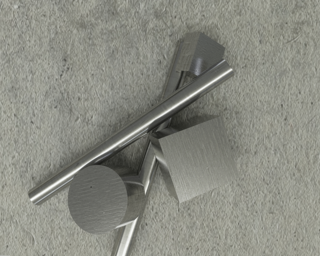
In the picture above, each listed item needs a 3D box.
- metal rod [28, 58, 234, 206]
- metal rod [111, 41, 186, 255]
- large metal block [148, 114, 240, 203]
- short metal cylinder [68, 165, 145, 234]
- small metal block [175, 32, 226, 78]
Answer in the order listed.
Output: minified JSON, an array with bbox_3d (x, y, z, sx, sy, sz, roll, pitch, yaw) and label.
[{"bbox_3d":[-0.041,0.009,0.393,0.300,0.025,0.025,-34,90,6],"label":"metal rod"},{"bbox_3d":[-0.010,0.033,0.410,0.025,0.025,0.298,17,90,0],"label":"metal rod"},{"bbox_3d":[0.041,0.034,0.384,0.081,0.050,0.080,-20,99,-13],"label":"large metal block"},{"bbox_3d":[-0.065,0.086,0.385,0.080,0.050,0.080,-2,83,20],"label":"short metal cylinder"},{"bbox_3d":[0.053,-0.089,0.399,0.050,0.025,0.050,17,90,-40],"label":"small metal block"}]
